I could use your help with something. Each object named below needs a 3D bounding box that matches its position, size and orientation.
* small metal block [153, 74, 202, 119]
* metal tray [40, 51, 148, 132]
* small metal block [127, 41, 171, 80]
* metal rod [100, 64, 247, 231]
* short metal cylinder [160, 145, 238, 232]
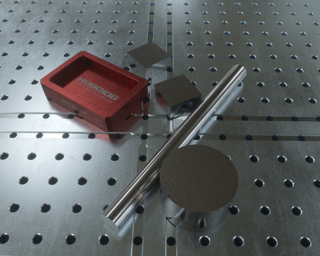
[{"bbox_3d":[0.025,-0.046,0.447,0.050,0.025,0.050,-22,54,-18],"label":"small metal block"},{"bbox_3d":[-0.094,-0.058,0.452,0.130,0.030,0.090,28,55,21],"label":"metal tray"},{"bbox_3d":[-0.018,-0.109,0.499,0.050,0.025,0.050,-31,57,-24],"label":"small metal block"},{"bbox_3d":[0.035,0.005,0.402,0.025,0.025,0.301,29,56,22],"label":"metal rod"},{"bbox_3d":[0.040,0.065,0.337,0.080,0.050,0.080,0,50,0],"label":"short metal cylinder"}]
